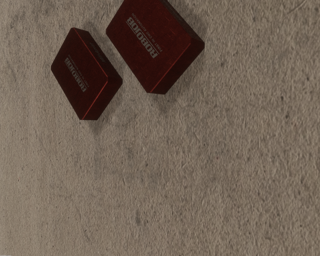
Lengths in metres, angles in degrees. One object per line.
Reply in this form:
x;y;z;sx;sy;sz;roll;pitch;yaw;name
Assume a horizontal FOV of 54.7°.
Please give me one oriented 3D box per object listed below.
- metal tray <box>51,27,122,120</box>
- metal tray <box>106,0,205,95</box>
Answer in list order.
-0.122;-0.087;0.500;0.090;0.030;0.130;-50;61;28;metal tray
-0.012;-0.119;0.410;0.090;0.030;0.130;-48;62;29;metal tray
